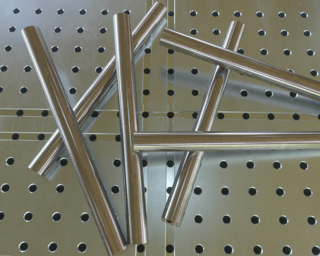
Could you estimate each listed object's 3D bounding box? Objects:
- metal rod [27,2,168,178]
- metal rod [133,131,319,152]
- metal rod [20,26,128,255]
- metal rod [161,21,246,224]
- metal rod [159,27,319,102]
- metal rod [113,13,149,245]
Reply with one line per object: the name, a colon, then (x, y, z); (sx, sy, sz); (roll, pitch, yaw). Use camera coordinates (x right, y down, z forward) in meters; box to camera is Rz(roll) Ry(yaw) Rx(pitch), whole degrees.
metal rod: (-0.077, -0.065, 0.434); (0.025, 0.025, 0.300); (30, 73, 10)
metal rod: (0.118, 0.016, 0.387); (0.302, 0.025, 0.025); (0, 70, -8)
metal rod: (-0.109, 0.008, 0.383); (0.025, 0.025, 0.299); (-23, 81, -8)
metal rod: (0.065, -0.021, 0.419); (0.025, 0.025, 0.300); (19, 71, 7)
metal rod: (0.145, -0.074, 0.419); (0.301, 0.025, 0.025); (19, 71, -1)
metal rod: (-0.040, -0.010, 0.399); (0.025, 0.025, 0.299); (-5, 76, -2)
